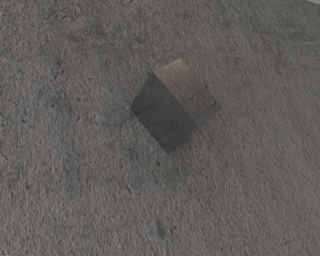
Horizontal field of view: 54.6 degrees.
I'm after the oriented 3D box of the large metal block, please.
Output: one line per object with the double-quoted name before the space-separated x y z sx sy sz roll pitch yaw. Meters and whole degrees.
"large metal block" 0.017 -0.026 0.393 0.050 0.080 0.080 -34 81 -38
